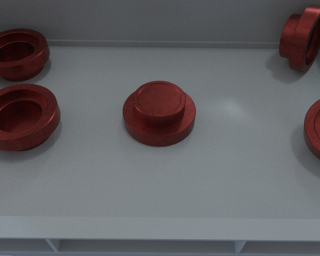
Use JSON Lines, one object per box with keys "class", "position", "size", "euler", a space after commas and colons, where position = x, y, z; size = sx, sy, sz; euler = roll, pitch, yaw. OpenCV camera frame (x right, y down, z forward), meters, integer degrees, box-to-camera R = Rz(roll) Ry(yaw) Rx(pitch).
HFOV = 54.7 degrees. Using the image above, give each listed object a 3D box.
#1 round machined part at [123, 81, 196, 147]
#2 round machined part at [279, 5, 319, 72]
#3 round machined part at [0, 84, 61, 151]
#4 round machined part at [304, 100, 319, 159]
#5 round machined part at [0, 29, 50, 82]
{"class": "round machined part", "position": [-0.001, -0.026, 0.416], "size": [0.099, 0.042, 0.098], "euler": [0, 50, 0]}
{"class": "round machined part", "position": [0.219, -0.139, 0.480], "size": [0.042, 0.097, 0.098], "euler": [23, 53, 32]}
{"class": "round machined part", "position": [-0.178, -0.009, 0.399], "size": [0.099, 0.042, 0.098], "euler": [0, 50, 0]}
{"class": "round machined part", "position": [0.229, 0.007, 0.378], "size": [0.098, 0.042, 0.098], "euler": [-10, 56, 15]}
{"class": "round machined part", "position": [-0.223, -0.110, 0.484], "size": [0.099, 0.042, 0.098], "euler": [0, 50, 0]}
